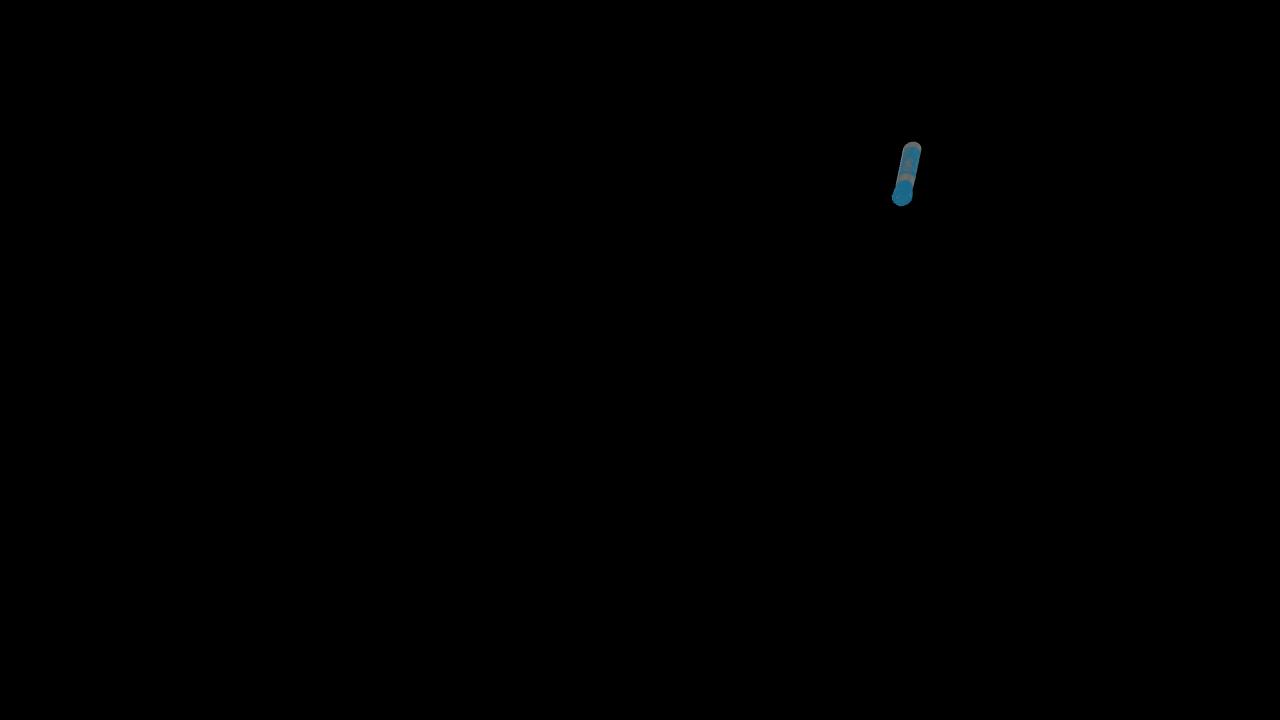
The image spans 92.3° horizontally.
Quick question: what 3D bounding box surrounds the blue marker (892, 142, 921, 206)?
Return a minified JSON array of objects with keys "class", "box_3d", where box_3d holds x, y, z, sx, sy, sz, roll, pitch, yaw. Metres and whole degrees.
[{"class":"blue marker","box_3d":[0.276,-0.193,0.635,0.020,0.020,0.121,0,40,30]}]
